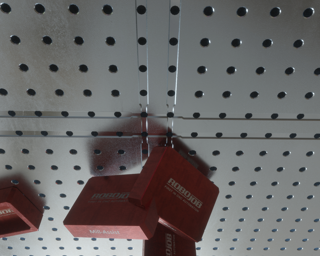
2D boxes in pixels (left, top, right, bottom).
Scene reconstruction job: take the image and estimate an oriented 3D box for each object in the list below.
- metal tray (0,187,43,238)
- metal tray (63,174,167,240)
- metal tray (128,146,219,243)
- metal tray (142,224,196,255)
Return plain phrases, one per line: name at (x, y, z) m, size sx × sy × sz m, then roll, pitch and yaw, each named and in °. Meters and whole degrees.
metal tray at (-0.284, 0.152, 0.534) m, size 0.130 × 0.030 × 0.090 m, roll -14°, pitch 129°, yaw 11°
metal tray at (-0.060, 0.108, 0.438) m, size 0.130 × 0.090 × 0.030 m, roll -8°, pitch 125°, yaw 26°
metal tray at (0.025, 0.096, 0.449) m, size 0.130 × 0.090 × 0.030 m, roll 42°, pitch 152°, yaw -30°
metal tray at (0.016, 0.225, 0.534) m, size 0.091 × 0.130 × 0.030 m, roll 8°, pitch 130°, yaw -7°
